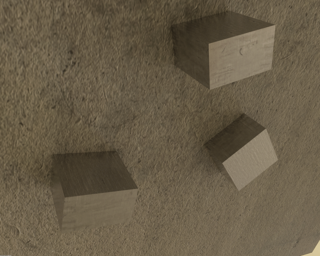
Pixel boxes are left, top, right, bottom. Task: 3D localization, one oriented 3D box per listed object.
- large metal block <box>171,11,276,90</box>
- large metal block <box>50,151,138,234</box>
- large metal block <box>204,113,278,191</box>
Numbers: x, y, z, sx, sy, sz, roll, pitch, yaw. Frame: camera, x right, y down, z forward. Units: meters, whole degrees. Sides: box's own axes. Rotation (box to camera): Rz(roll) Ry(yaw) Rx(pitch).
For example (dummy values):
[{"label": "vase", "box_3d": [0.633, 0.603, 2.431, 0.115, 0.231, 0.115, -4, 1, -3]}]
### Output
[{"label": "large metal block", "box_3d": [0.069, -0.092, 0.352, 0.081, 0.080, 0.050, -20, 126, -17]}, {"label": "large metal block", "box_3d": [-0.082, 0.072, 0.371, 0.081, 0.080, 0.050, -1, 119, -28]}, {"label": "large metal block", "box_3d": [0.127, 0.038, 0.484, 0.080, 0.050, 0.080, -38, 129, -3]}]
